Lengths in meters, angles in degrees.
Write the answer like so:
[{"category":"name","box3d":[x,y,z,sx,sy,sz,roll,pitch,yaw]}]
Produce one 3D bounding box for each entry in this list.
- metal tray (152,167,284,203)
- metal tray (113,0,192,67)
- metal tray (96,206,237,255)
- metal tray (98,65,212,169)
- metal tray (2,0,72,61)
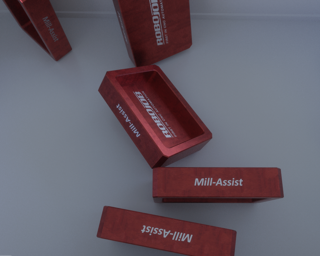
[{"category":"metal tray","box3d":[0.058,0.067,0.350,0.131,0.090,0.030,0,73,0]},{"category":"metal tray","box3d":[-0.007,-0.148,0.406,0.090,0.130,0.030,-26,55,-9]},{"category":"metal tray","box3d":[0.007,0.114,0.333,0.131,0.090,0.030,10,71,3]},{"category":"metal tray","box3d":[-0.005,-0.019,0.388,0.091,0.030,0.130,-19,66,-43]},{"category":"metal tray","box3d":[-0.173,-0.157,0.410,0.090,0.130,0.030,43,76,14]}]
